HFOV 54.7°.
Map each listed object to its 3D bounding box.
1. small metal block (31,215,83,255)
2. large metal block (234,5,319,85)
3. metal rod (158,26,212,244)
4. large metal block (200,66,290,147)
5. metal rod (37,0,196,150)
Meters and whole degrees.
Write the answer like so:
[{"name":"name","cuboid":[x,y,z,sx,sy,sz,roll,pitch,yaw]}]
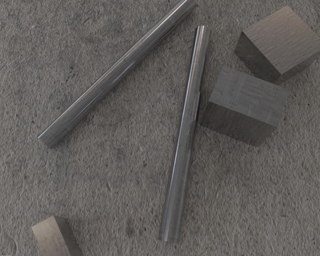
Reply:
[{"name":"small metal block","cuboid":[-0.113,0.129,0.347,0.025,0.050,0.050,-28,73,-10]},{"name":"large metal block","cuboid":[0.166,-0.112,0.437,0.080,0.050,0.080,-31,73,-11]},{"name":"metal rod","cuboid":[0.037,-0.006,0.410,0.025,0.025,0.299,10,70,3]},{"name":"large metal block","cuboid":[0.101,-0.024,0.388,0.080,0.080,0.050,22,72,8]},{"name":"metal rod","cuboid":[-0.052,-0.087,0.439,0.025,0.025,0.301,39,74,13]}]
